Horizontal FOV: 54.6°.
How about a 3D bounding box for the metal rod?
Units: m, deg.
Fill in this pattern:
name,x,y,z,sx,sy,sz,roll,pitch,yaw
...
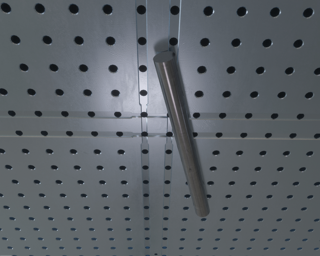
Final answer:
name,x,y,z,sx,sy,sz,roll,pitch,yaw
metal rod,0.039,0.032,0.438,0.025,0.025,0.299,-10,130,8
